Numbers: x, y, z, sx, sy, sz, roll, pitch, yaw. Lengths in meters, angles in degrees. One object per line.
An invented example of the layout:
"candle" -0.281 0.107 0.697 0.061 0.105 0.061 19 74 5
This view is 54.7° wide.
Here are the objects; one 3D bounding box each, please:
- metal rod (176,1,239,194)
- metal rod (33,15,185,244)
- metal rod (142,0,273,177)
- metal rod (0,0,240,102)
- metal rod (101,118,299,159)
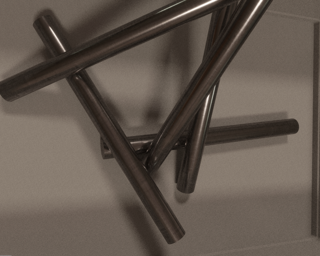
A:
"metal rod" 0.057 -0.052 0.369 0.025 0.025 0.298 0 115 -20
"metal rod" -0.058 0.003 0.365 0.025 0.025 0.299 -32 92 -17
"metal rod" 0.044 -0.045 0.334 0.025 0.025 0.298 21 121 -19
"metal rod" -0.035 -0.095 0.324 0.301 0.025 0.025 -21 99 10
"metal rod" 0.070 0.012 0.437 0.303 0.025 0.025 -6 92 -20
